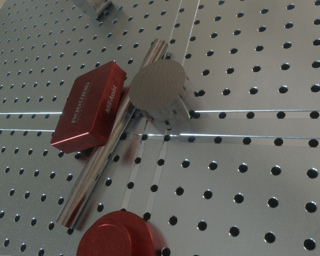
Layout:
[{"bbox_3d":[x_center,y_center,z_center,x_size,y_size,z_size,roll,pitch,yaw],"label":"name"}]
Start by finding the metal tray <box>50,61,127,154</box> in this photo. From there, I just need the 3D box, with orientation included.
[{"bbox_3d":[-0.104,-0.031,0.460,0.090,0.030,0.130,-16,49,34],"label":"metal tray"}]

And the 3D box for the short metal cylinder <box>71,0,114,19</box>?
[{"bbox_3d":[-0.138,-0.262,0.607,0.080,0.080,0.050,32,80,38],"label":"short metal cylinder"}]

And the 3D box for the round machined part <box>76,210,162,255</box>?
[{"bbox_3d":[-0.051,0.139,0.339,0.098,0.042,0.098,-13,56,21],"label":"round machined part"}]

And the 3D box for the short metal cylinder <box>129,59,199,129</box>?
[{"bbox_3d":[0.006,-0.045,0.417,0.080,0.050,0.080,-13,56,21],"label":"short metal cylinder"}]

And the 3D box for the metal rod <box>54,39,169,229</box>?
[{"bbox_3d":[-0.061,-0.004,0.442,0.025,0.025,0.300,14,69,34],"label":"metal rod"}]
